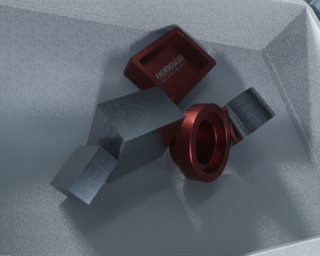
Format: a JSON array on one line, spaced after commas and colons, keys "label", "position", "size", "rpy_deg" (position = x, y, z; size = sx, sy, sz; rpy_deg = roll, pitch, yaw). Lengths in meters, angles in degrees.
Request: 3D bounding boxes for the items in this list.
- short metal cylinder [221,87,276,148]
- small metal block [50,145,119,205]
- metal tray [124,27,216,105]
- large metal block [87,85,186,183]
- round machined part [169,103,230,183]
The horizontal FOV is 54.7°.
[{"label": "short metal cylinder", "position": [0.116, -0.014, 0.444], "size": [0.081, 0.080, 0.050], "rpy_deg": [-29, 78, -38]}, {"label": "small metal block", "position": [-0.077, 0.045, 0.311], "size": [0.025, 0.050, 0.050], "rpy_deg": [46, 62, -27]}, {"label": "metal tray", "position": [0.019, -0.093, 0.470], "size": [0.090, 0.030, 0.131], "rpy_deg": [43, 51, 1]}, {"label": "large metal block", "position": [-0.029, 0.006, 0.347], "size": [0.081, 0.079, 0.050], "rpy_deg": [-23, 64, -37]}, {"label": "round machined part", "position": [0.048, 0.017, 0.391], "size": [0.099, 0.042, 0.097], "rpy_deg": [-4, 95, -51]}]
